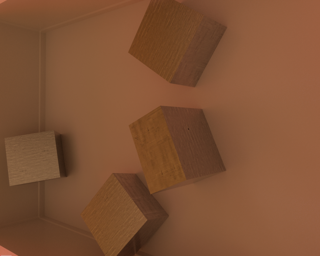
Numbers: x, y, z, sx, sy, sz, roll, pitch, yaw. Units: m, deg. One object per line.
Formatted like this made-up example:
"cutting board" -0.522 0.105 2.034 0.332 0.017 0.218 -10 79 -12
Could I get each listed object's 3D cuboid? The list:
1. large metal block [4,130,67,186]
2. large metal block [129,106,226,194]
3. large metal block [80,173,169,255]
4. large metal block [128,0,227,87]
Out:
"large metal block" -0.213 0.053 0.535 0.081 0.050 0.080 -9 82 -6
"large metal block" 0.021 0.023 0.352 0.050 0.081 0.080 -30 72 36
"large metal block" -0.049 0.118 0.420 0.080 0.050 0.080 -52 59 15
"large metal block" 0.019 -0.106 0.373 0.080 0.050 0.079 41 115 32
